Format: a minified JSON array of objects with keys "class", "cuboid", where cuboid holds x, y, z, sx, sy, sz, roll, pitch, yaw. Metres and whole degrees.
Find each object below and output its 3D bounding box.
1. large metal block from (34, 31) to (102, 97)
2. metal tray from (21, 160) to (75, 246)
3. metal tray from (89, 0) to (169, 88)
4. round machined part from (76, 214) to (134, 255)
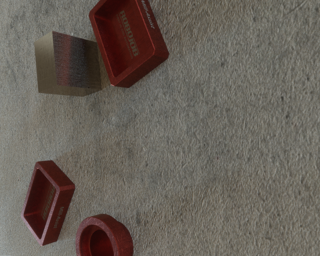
[{"class":"large metal block","cuboid":[-0.142,-0.096,0.484,0.050,0.081,0.080,-11,83,39]},{"class":"metal tray","cuboid":[-0.209,0.136,0.570,0.090,0.030,0.129,35,111,34]},{"class":"metal tray","cuboid":[-0.048,-0.134,0.438,0.090,0.030,0.129,-31,71,35]},{"class":"round machined part","cuboid":[-0.078,0.175,0.455,0.098,0.042,0.097,0,90,39]}]
